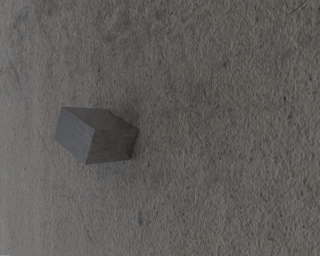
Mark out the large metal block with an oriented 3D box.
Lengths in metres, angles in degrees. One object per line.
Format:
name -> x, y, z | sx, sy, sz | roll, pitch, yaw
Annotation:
large metal block -> -0.091, 0.009, 0.446 | 0.080, 0.081, 0.050 | 30, 109, 36
